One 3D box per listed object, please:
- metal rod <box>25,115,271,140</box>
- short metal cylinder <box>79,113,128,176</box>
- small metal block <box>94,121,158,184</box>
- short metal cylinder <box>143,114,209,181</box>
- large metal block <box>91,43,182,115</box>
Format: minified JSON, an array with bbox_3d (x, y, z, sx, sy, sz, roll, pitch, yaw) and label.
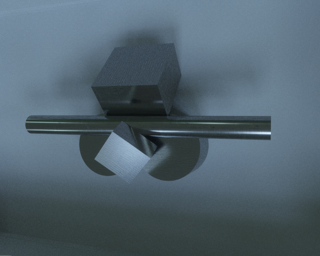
[{"bbox_3d":[-0.029,-0.002,0.365,0.301,0.025,0.025,1,90,19],"label":"metal rod"},{"bbox_3d":[-0.059,0.021,0.416,0.080,0.050,0.079,0,90,19],"label":"short metal cylinder"},{"bbox_3d":[-0.039,0.029,0.357,0.050,0.025,0.050,36,124,-3],"label":"small metal block"},{"bbox_3d":[0.016,0.023,0.389,0.080,0.050,0.079,0,90,19],"label":"short metal cylinder"},{"bbox_3d":[-0.025,-0.058,0.382,0.080,0.050,0.080,1,47,19],"label":"large metal block"}]
